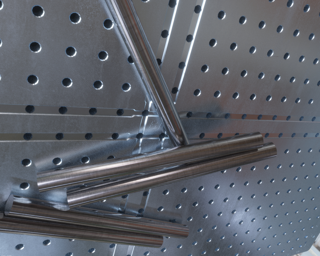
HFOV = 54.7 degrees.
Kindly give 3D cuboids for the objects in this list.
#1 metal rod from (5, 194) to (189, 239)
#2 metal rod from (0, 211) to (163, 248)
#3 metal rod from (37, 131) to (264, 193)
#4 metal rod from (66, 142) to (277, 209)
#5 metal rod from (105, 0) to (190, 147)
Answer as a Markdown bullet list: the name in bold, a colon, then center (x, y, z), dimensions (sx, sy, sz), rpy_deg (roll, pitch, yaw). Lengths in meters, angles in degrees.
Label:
- **metal rod**: center (-0.069, 0.138, 0.460), dimensions (0.302, 0.025, 0.025), rpy_deg (23, 106, -37)
- **metal rod**: center (-0.114, 0.146, 0.440), dimensions (0.302, 0.025, 0.025), rpy_deg (23, 106, -37)
- **metal rod**: center (-0.002, 0.041, 0.411), dimensions (0.302, 0.025, 0.025), rpy_deg (-10, 123, -14)
- **metal rod**: center (0.025, 0.063, 0.437), dimensions (0.302, 0.025, 0.025), rpy_deg (-12, 124, -12)
- **metal rod**: center (0.000, -0.042, 0.386), dimensions (0.025, 0.025, 0.299), rpy_deg (-32, 129, -8)
